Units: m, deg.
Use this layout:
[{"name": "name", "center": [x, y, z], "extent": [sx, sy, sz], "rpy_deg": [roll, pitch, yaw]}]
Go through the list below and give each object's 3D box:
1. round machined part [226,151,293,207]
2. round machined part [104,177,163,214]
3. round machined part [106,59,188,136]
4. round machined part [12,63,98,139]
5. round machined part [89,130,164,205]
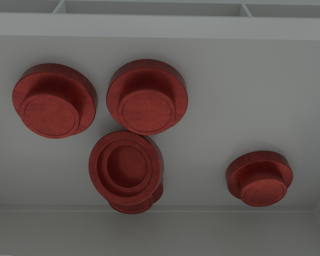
[{"name": "round machined part", "center": [0.153, 0.084, 0.472], "extent": [0.099, 0.042, 0.097], "rpy_deg": [-1, 130, 0]}, {"name": "round machined part", "center": [-0.044, 0.097, 0.480], "extent": [0.099, 0.042, 0.097], "rpy_deg": [-1, 130, 0]}, {"name": "round machined part", "center": [-0.015, -0.029, 0.373], "extent": [0.099, 0.042, 0.097], "rpy_deg": [-1, 130, 0]}, {"name": "round machined part", "center": [-0.128, -0.025, 0.375], "extent": [0.099, 0.042, 0.097], "rpy_deg": [-1, 130, 0]}, {"name": "round machined part", "center": [-0.042, 0.051, 0.419], "extent": [0.098, 0.042, 0.097], "rpy_deg": [1, 94, 13]}]
